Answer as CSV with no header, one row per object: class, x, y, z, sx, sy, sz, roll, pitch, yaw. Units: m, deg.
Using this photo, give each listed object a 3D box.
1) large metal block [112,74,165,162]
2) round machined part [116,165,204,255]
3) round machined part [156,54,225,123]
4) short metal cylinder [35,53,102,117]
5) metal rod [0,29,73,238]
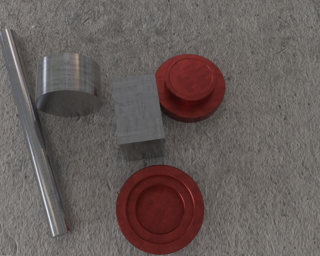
large metal block,-0.025,-0.009,0.382,0.050,0.080,0.080,-8,70,-3
round machined part,0.000,0.095,0.364,0.099,0.042,0.098,0,70,0
round machined part,0.040,-0.060,0.421,0.099,0.042,0.098,0,70,0
short metal cylinder,-0.116,-0.052,0.397,0.081,0.080,0.050,-6,70,-2
metal rod,-0.169,-0.007,0.409,0.025,0.025,0.299,-20,71,-7
